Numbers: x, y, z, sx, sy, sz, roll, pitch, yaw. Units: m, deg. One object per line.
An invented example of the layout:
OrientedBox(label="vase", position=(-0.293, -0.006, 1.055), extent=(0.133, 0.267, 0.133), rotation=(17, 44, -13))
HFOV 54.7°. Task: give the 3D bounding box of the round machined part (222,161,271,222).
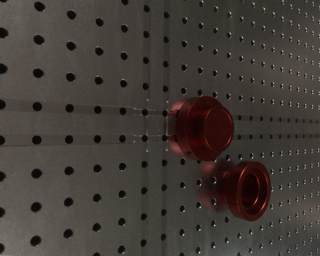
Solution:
OrientedBox(label="round machined part", position=(0.141, 0.103, 0.520), extent=(0.099, 0.042, 0.097), rotation=(0, 90, -40))

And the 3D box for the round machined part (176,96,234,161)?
OrientedBox(label="round machined part", position=(0.074, 0.001, 0.462), extent=(0.099, 0.042, 0.097), rotation=(0, 90, -40))
